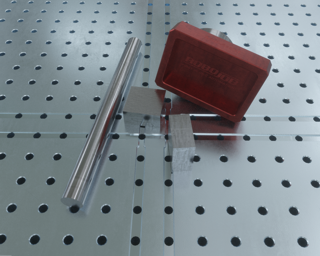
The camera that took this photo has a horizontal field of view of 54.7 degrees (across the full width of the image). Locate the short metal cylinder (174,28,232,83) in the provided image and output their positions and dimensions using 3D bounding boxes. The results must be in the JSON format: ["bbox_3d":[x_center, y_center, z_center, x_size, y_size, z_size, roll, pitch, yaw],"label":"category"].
[{"bbox_3d":[0.066,-0.098,0.455,0.080,0.080,0.050,15,52,12],"label":"short metal cylinder"}]

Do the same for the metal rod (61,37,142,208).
[{"bbox_3d":[-0.069,-0.031,0.432,0.025,0.025,0.300,8,50,6],"label":"metal rod"}]

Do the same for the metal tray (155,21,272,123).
[{"bbox_3d":[0.066,-0.072,0.409,0.130,0.089,0.030,26,44,7],"label":"metal tray"}]

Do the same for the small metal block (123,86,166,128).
[{"bbox_3d":[-0.020,-0.030,0.432,0.050,0.025,0.050,8,50,6],"label":"small metal block"}]

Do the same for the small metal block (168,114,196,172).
[{"bbox_3d":[0.025,0.018,0.376,0.025,0.050,0.050,-3,50,-3],"label":"small metal block"}]
